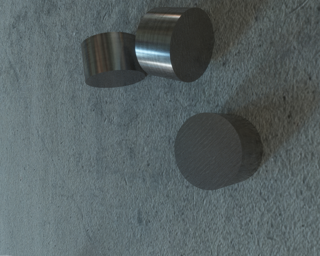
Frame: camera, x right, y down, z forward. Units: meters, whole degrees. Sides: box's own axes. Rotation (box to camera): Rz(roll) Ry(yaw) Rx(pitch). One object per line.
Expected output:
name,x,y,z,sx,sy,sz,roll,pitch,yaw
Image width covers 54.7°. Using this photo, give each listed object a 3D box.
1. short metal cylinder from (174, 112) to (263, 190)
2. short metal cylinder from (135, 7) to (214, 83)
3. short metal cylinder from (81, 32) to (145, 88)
short metal cylinder,0.063,0.024,0.337,0.080,0.050,0.080,0,90,40
short metal cylinder,0.018,-0.096,0.354,0.050,0.081,0.079,19,102,38
short metal cylinder,-0.063,-0.090,0.422,0.080,0.081,0.050,-14,81,39
